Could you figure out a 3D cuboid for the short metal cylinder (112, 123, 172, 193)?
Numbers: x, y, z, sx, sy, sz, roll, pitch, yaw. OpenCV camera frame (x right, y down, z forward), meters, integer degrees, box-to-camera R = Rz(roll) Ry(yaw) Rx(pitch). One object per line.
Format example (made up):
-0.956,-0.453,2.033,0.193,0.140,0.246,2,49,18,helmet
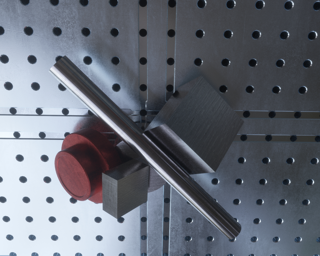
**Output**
-0.024,0.039,0.410,0.081,0.050,0.079,0,110,0,short metal cylinder

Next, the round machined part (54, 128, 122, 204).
-0.095,0.052,0.391,0.098,0.042,0.097,18,120,34,round machined part

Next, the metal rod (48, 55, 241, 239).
-0.006,0.033,0.368,0.025,0.025,0.300,-42,105,14,metal rod

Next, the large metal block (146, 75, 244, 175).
0.042,-0.002,0.373,0.080,0.050,0.080,44,61,-15,large metal block

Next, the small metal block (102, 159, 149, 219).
-0.040,0.070,0.366,0.025,0.050,0.050,19,116,36,small metal block
